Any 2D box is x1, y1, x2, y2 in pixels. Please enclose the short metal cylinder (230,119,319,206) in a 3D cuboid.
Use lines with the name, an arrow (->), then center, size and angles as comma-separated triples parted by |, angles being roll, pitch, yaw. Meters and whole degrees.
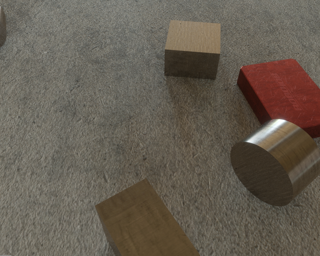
short metal cylinder -> 0.124, 0.037, 0.337 | 0.050, 0.080, 0.080 | -32, 57, -24

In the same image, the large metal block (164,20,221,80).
large metal block -> 0.052, -0.125, 0.493 | 0.080, 0.050, 0.080 | 6, 50, 4

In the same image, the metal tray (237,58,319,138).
metal tray -> 0.176, -0.042, 0.436 | 0.091, 0.030, 0.130 | -10, 51, -9

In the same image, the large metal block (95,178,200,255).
large metal block -> -0.012, 0.106, 0.278 | 0.050, 0.080, 0.080 | -26, 55, -20

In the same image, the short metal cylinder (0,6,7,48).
short metal cylinder -> -0.298, -0.171, 0.509 | 0.081, 0.080, 0.050 | -15, 52, -12
